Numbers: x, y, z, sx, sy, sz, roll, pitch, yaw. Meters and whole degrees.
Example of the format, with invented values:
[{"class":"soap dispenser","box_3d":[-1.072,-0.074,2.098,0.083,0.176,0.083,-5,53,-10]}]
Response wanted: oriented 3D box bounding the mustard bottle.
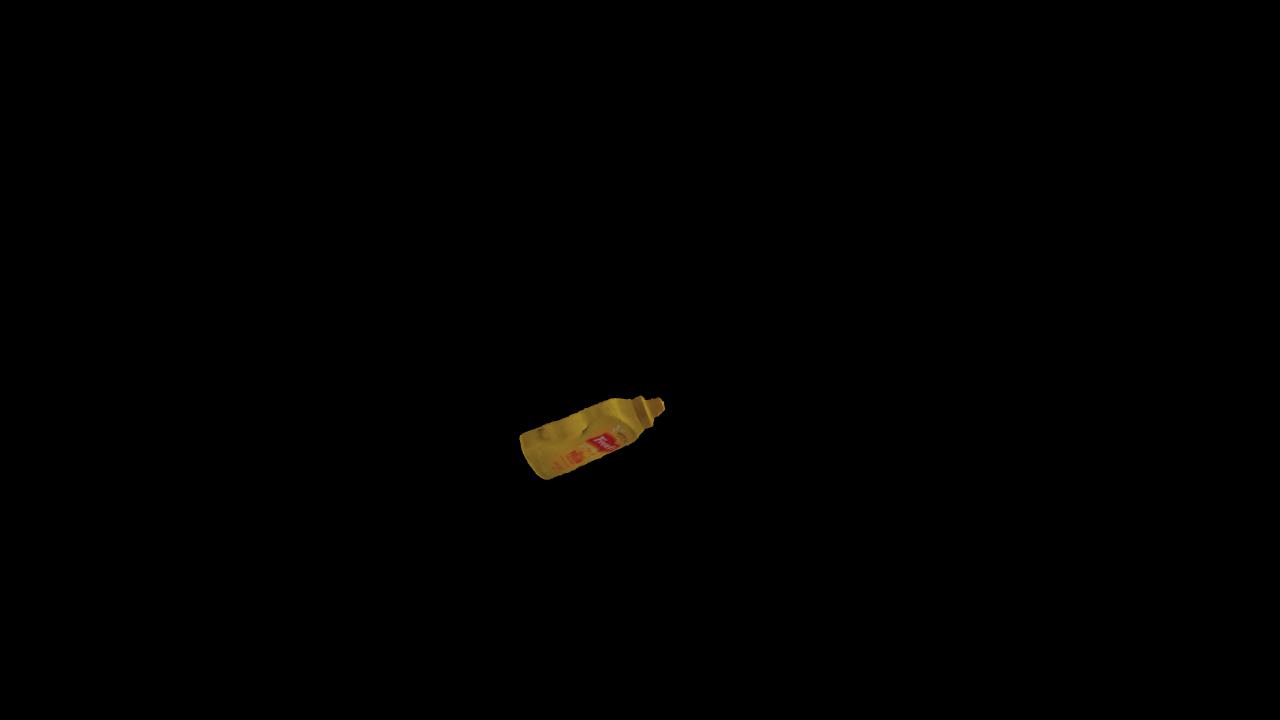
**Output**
[{"class":"mustard bottle","box_3d":[-0.054,0.091,0.788,0.184,0.054,0.092,-23,-42,1]}]
